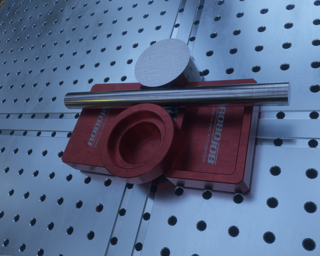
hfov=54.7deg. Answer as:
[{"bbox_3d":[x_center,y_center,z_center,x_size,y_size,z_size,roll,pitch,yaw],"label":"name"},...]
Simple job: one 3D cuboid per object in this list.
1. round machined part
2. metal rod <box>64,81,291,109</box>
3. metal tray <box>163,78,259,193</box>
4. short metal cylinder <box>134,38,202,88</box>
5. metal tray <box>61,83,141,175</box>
[{"bbox_3d":[-0.020,0.022,0.378,0.098,0.042,0.098,-13,56,21],"label":"round machined part"},{"bbox_3d":[0.000,-0.038,0.387,0.300,0.025,0.025,1,62,28],"label":"metal rod"},{"bbox_3d":[0.063,0.005,0.363,0.090,0.030,0.130,1,62,28],"label":"metal tray"},{"bbox_3d":[0.012,-0.076,0.427,0.080,0.050,0.080,-13,56,21],"label":"short metal cylinder"},{"bbox_3d":[-0.075,-0.002,0.439,0.090,0.030,0.130,3,63,29],"label":"metal tray"}]
